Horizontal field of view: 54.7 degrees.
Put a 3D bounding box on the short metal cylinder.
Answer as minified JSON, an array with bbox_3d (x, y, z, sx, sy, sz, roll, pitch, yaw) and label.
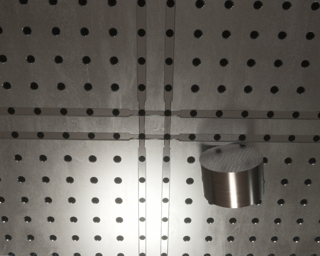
[{"bbox_3d":[0.095,0.061,0.408,0.080,0.080,0.050,-8,110,2],"label":"short metal cylinder"}]
